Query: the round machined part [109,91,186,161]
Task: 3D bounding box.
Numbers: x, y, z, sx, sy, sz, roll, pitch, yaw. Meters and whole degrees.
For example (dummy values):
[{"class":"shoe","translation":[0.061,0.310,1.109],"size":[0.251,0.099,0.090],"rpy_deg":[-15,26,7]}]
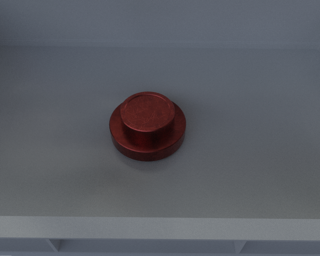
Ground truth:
[{"class":"round machined part","translation":[-0.016,-0.009,0.397],"size":[0.099,0.042,0.098],"rpy_deg":[0,50,0]}]
